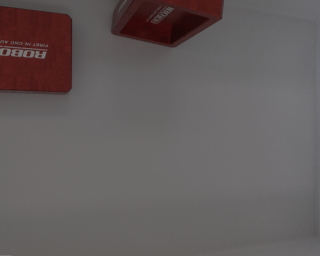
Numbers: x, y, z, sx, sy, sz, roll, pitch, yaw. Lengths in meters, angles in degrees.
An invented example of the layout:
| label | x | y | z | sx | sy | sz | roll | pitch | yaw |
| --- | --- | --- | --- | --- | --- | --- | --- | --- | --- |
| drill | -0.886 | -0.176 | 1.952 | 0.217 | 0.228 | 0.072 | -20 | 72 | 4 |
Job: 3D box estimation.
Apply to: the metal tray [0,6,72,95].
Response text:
| label | x | y | z | sx | sy | sz | roll | pitch | yaw |
| --- | --- | --- | --- | --- | --- | --- | --- | --- | --- |
| metal tray | -0.167 | -0.086 | 0.346 | 0.131 | 0.030 | 0.089 | 0 | 90 | -20 |

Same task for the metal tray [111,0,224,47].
| label | x | y | z | sx | sy | sz | roll | pitch | yaw |
| --- | --- | --- | --- | --- | --- | --- | --- | --- | --- |
| metal tray | 0.002 | -0.130 | 0.355 | 0.091 | 0.130 | 0.030 | 7 | 88 | -20 |
